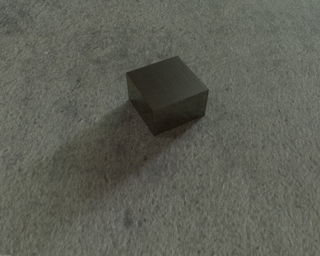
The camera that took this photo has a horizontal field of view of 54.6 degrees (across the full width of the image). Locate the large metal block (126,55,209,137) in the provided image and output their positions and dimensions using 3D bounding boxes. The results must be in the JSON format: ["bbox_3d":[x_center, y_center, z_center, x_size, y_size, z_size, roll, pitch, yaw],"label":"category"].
[{"bbox_3d":[0.008,-0.046,0.426,0.081,0.050,0.080,-22,54,-18],"label":"large metal block"}]
